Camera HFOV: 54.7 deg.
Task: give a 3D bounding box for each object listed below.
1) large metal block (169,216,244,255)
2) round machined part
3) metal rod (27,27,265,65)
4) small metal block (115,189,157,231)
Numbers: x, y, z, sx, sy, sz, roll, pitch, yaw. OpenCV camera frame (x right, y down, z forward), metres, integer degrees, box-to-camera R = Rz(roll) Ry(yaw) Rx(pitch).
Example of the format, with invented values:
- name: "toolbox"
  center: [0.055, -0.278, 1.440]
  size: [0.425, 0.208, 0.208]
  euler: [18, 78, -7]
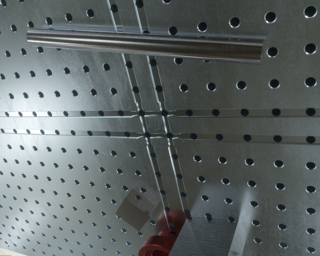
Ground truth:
- name: "large metal block"
  center: [0.070, 0.177, 0.448]
  size: [0.080, 0.080, 0.050]
  euler: [-3, 117, 29]
- name: "round machined part"
  center: [0.016, 0.218, 0.525]
  size: [0.098, 0.042, 0.097]
  euler: [13, 124, 20]
- name: "metal rod"
  center: [-0.035, -0.100, 0.366]
  size: [0.301, 0.025, 0.025]
  euler: [10, 123, 22]
- name: "small metal block"
  center: [-0.040, 0.137, 0.515]
  size: [0.050, 0.025, 0.050]
  euler: [35, 129, 5]
